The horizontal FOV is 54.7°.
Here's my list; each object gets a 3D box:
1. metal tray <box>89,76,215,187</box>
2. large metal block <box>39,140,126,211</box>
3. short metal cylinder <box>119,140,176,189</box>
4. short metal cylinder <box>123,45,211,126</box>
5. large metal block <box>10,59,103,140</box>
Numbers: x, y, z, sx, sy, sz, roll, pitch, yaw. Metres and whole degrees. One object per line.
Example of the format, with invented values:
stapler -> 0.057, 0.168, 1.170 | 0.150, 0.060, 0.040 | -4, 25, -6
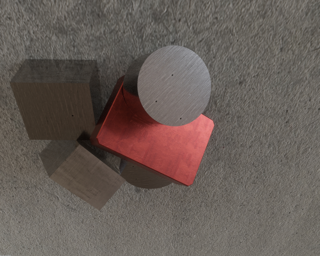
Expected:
metal tray -> -0.005, 0.004, 0.371 | 0.131, 0.090, 0.030 | 29, 164, -22
large metal block -> -0.103, 0.051, 0.406 | 0.050, 0.080, 0.080 | -50, 122, -7
short metal cylinder -> -0.013, 0.039, 0.426 | 0.081, 0.050, 0.079 | 0, 130, 0
short metal cylinder -> 0.006, -0.043, 0.330 | 0.081, 0.050, 0.079 | -2, 95, -23
large metal block -> -0.114, -0.032, 0.361 | 0.081, 0.050, 0.079 | 1, 130, -1
